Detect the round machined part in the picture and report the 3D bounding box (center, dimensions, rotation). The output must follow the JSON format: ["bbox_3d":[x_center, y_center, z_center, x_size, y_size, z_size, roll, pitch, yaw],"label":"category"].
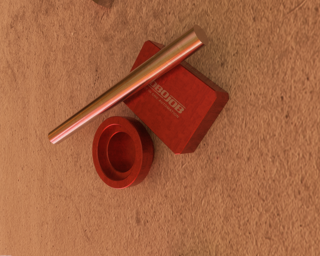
[{"bbox_3d":[-0.046,0.032,0.430,0.098,0.042,0.097,0,90,39],"label":"round machined part"}]

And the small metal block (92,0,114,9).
[{"bbox_3d":[-0.090,-0.220,0.476,0.050,0.025,0.050,43,116,31],"label":"small metal block"}]

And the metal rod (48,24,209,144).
[{"bbox_3d":[-0.063,-0.042,0.415,0.299,0.025,0.025,-28,73,36],"label":"metal rod"}]

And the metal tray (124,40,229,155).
[{"bbox_3d":[0.011,-0.040,0.391,0.130,0.030,0.089,44,116,30],"label":"metal tray"}]
